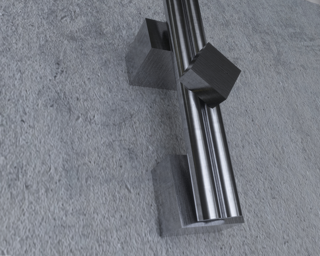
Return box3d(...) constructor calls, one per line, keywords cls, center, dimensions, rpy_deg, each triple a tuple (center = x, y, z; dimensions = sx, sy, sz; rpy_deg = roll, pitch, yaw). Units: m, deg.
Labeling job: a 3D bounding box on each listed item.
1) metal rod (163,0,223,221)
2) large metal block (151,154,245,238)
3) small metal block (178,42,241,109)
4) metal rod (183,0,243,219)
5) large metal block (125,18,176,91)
box3d(cls="metal rod", center=(0.031, -0.048, 0.358), dimensions=(0.025, 0.025, 0.299), rpy_deg=(3, 67, -27))
box3d(cls="large metal block", center=(0.041, 0.079, 0.362), dimensions=(0.081, 0.050, 0.080), rpy_deg=(5, 60, -26))
box3d(cls="small metal block", center=(0.057, -0.059, 0.346), dimensions=(0.050, 0.025, 0.050), rpy_deg=(39, 56, -9))
box3d(cls="metal rod", center=(0.055, -0.047, 0.370), dimensions=(0.025, 0.025, 0.299), rpy_deg=(3, 67, -27))
box3d(cls="large metal block", center=(0.005, -0.098, 0.432), dimensions=(0.081, 0.080, 0.050), rpy_deg=(3, 61, -27))
